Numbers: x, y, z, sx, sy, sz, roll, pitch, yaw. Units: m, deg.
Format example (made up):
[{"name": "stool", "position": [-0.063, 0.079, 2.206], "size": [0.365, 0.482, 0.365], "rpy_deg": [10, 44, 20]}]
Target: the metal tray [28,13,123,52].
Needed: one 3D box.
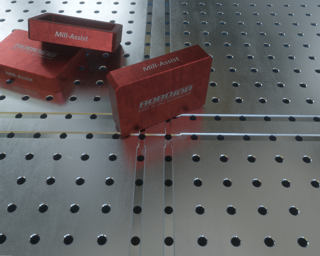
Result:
[{"name": "metal tray", "position": [-0.131, -0.156, 0.500], "size": [0.131, 0.030, 0.090], "rpy_deg": [8, 26, -4]}]

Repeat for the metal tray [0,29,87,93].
[{"name": "metal tray", "position": [-0.197, -0.110, 0.494], "size": [0.131, 0.030, 0.090], "rpy_deg": [16, 52, 12]}]

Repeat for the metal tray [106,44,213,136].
[{"name": "metal tray", "position": [0.001, -0.049, 0.406], "size": [0.131, 0.089, 0.030], "rpy_deg": [-21, 54, -17]}]
